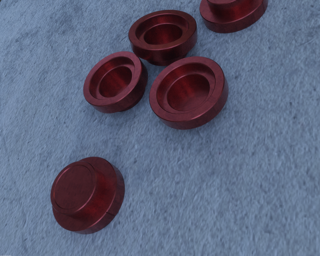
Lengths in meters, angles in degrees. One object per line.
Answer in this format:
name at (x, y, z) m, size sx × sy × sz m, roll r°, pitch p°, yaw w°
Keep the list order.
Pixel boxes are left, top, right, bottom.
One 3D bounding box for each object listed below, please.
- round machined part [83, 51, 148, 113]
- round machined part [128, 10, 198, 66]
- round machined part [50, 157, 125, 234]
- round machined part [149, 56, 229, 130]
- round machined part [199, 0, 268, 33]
round machined part at (-0.061, -0.063, 0.462) m, size 0.098 × 0.042 × 0.098 m, roll -13°, pitch 56°, yaw 20°
round machined part at (0.006, -0.129, 0.456) m, size 0.099 × 0.042 × 0.098 m, roll -6°, pitch 50°, yaw 7°
round machined part at (-0.098, 0.081, 0.393) m, size 0.098 × 0.042 × 0.098 m, roll -13°, pitch 56°, yaw 20°
round machined part at (0.039, -0.040, 0.396) m, size 0.098 × 0.042 × 0.098 m, roll -13°, pitch 56°, yaw 20°
round machined part at (0.105, -0.191, 0.454) m, size 0.098 × 0.042 × 0.098 m, roll -13°, pitch 56°, yaw 20°
